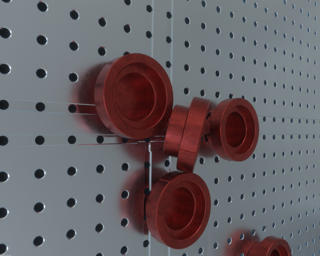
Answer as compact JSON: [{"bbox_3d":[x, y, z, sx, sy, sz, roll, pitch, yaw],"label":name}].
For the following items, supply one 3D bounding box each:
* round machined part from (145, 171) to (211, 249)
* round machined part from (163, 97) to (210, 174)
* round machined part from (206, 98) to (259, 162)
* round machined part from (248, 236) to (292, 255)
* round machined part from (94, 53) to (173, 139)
[{"bbox_3d":[0.020,0.106,0.414,0.099,0.042,0.097,0,90,-40],"label":"round machined part"},{"bbox_3d":[0.033,0.007,0.403,0.098,0.042,0.098,12,91,-81],"label":"round machined part"},{"bbox_3d":[0.111,0.003,0.489,0.099,0.042,0.097,0,90,-40],"label":"round machined part"},{"bbox_3d":[0.194,0.244,0.559,0.099,0.042,0.097,0,90,-40],"label":"round machined part"},{"bbox_3d":[-0.034,-0.036,0.368,0.099,0.042,0.097,0,90,-40],"label":"round machined part"}]
